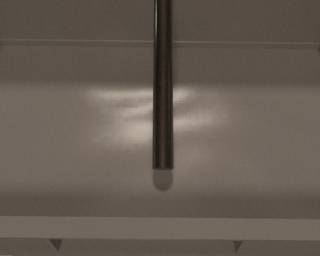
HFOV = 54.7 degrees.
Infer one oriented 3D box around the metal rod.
[{"bbox_3d":[0.004,-0.096,0.405,0.025,0.025,0.299,0,75,0],"label":"metal rod"}]
